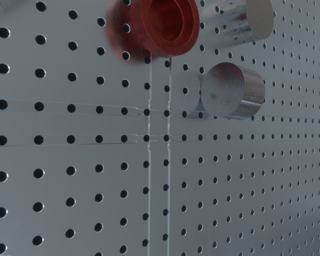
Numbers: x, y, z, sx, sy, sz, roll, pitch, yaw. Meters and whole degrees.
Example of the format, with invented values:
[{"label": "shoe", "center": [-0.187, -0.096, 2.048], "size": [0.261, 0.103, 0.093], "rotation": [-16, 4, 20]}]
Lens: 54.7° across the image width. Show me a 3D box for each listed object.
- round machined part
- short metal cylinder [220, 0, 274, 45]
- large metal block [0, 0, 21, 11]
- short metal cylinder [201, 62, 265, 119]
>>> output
[{"label": "round machined part", "center": [0.002, -0.140, 0.400], "size": [0.099, 0.042, 0.097], "rotation": [0, 90, -40]}, {"label": "short metal cylinder", "center": [0.145, -0.182, 0.514], "size": [0.081, 0.050, 0.079], "rotation": [0, 90, -40]}, {"label": "large metal block", "center": [-0.133, -0.169, 0.281], "size": [0.080, 0.050, 0.080], "rotation": [-50, 120, -28]}, {"label": "short metal cylinder", "center": [0.108, -0.054, 0.464], "size": [0.050, 0.080, 0.080], "rotation": [5, 87, -40]}]
